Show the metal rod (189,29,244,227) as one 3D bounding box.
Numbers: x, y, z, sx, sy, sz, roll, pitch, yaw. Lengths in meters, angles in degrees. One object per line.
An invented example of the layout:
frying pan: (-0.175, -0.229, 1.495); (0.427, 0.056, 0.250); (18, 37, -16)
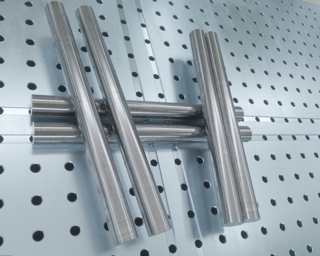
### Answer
metal rod: (0.071, -0.020, 0.427); (0.025, 0.025, 0.299); (9, 58, -24)

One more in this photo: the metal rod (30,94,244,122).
metal rod: (-0.010, -0.023, 0.417); (0.302, 0.025, 0.025); (1, 62, -28)

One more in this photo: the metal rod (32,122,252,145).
metal rod: (-0.002, 0.007, 0.403); (0.302, 0.025, 0.025); (1, 62, -28)

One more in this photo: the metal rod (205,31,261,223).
metal rod: (0.094, -0.021, 0.440); (0.025, 0.025, 0.299); (9, 58, -24)

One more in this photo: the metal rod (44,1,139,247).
metal rod: (-0.083, -0.022, 0.345); (0.025, 0.025, 0.299); (-8, 66, -32)

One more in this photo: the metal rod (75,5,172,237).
metal rod: (-0.050, -0.025, 0.364); (0.025, 0.025, 0.299); (-8, 66, -32)
